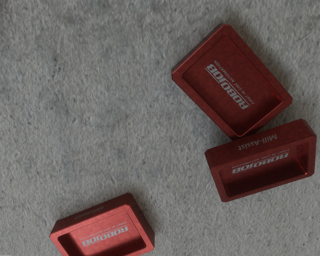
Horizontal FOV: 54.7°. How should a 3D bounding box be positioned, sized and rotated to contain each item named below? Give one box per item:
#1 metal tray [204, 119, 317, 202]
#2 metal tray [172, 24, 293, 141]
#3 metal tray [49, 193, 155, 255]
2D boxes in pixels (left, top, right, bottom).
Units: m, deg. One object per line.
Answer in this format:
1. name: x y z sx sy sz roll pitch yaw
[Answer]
1. metal tray: 0.133 0.046 0.407 0.131 0.030 0.090 -19 135 6
2. metal tray: 0.089 -0.052 0.389 0.090 0.030 0.130 -43 105 13
3. metal tray: -0.084 0.162 0.465 0.130 0.030 0.090 -23 109 8
